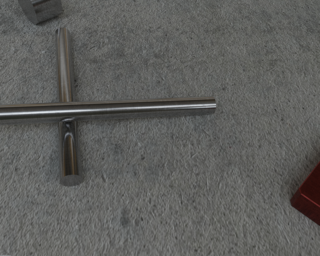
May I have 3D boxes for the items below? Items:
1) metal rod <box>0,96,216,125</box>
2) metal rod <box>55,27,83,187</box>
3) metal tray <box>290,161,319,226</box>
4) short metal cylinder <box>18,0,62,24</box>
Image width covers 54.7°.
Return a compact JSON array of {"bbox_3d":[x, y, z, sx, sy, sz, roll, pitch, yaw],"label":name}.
[{"bbox_3d":[-0.073,-0.023,0.395,0.302,0.025,0.025,-4,50,-14],"label":"metal rod"},{"bbox_3d":[-0.135,-0.052,0.444,0.025,0.025,0.300,-10,51,-9],"label":"metal rod"},{"bbox_3d":[0.222,0.064,0.349,0.090,0.030,0.131,37,59,26],"label":"metal tray"},{"bbox_3d":[-0.223,-0.237,0.564,0.050,0.080,0.080,-34,58,-25],"label":"short metal cylinder"}]
